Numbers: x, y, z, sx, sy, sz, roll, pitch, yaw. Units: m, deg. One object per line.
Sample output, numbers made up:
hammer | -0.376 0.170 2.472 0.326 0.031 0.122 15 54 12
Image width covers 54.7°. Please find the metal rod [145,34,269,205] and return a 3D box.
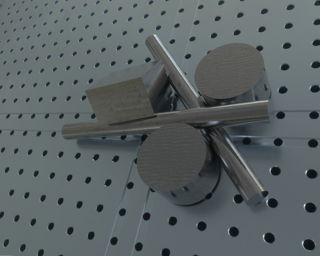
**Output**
metal rod | 0.043 -0.034 0.402 0.025 0.025 0.300 -33 51 7

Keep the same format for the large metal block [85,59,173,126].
large metal block | -0.038 -0.048 0.414 0.080 0.050 0.080 -10 23 23

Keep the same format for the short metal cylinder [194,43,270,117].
short metal cylinder | 0.088 -0.055 0.376 0.080 0.050 0.080 -13 56 21

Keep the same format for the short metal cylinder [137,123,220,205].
short metal cylinder | 0.021 0.041 0.351 0.080 0.050 0.080 -13 56 21

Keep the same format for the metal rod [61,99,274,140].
metal rod | -0.014 -0.006 0.393 0.300 0.025 0.025 -5 59 32
